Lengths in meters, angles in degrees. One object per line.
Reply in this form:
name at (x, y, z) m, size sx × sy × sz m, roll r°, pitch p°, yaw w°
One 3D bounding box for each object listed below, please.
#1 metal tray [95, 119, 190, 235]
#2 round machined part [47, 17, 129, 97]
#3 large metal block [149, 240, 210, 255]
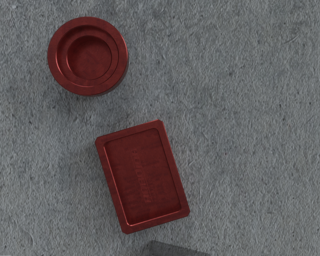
metal tray at (-0.022, 0.062, 0.407) m, size 0.090 × 0.030 × 0.129 m, roll -17°, pitch 90°, yaw -1°
round machined part at (-0.089, -0.088, 0.400) m, size 0.099 × 0.042 × 0.097 m, roll 0°, pitch 90°, yaw -1°
large metal block at (0.019, 0.201, 0.398) m, size 0.080 × 0.050 × 0.080 m, roll 14°, pitch 90°, yaw -1°
